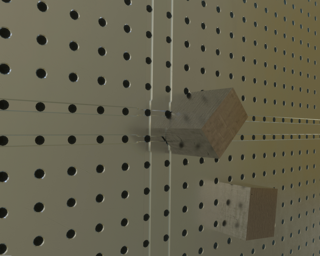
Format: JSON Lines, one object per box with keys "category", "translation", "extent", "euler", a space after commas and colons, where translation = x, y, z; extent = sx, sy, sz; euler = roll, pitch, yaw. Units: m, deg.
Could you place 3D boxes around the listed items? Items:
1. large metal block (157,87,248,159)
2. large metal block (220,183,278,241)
{"category": "large metal block", "translation": [0.058, -0.007, 0.421], "extent": [0.080, 0.080, 0.050], "euler": [-49, 119, -29]}
{"category": "large metal block", "translation": [0.149, 0.137, 0.517], "extent": [0.081, 0.050, 0.080], "euler": [11, 83, -39]}
